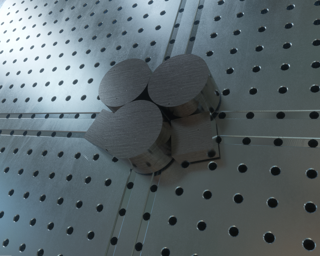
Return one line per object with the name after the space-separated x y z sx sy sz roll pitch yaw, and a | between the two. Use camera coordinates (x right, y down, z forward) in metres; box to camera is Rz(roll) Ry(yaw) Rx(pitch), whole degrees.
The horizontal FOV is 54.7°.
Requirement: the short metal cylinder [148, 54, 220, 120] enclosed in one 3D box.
0.031 -0.048 0.401 0.080 0.050 0.080 -13 56 21 | short metal cylinder

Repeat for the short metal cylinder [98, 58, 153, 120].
-0.039 -0.051 0.439 0.080 0.050 0.080 -13 56 21 | short metal cylinder

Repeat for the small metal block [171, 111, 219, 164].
0.042 0.012 0.375 0.050 0.025 0.050 -13 56 21 | small metal block

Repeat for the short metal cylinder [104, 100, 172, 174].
-0.023 0.012 0.393 0.080 0.050 0.080 -13 56 21 | short metal cylinder

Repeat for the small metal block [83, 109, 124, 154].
-0.072 0.006 0.438 0.050 0.025 0.050 23 74 36 | small metal block
